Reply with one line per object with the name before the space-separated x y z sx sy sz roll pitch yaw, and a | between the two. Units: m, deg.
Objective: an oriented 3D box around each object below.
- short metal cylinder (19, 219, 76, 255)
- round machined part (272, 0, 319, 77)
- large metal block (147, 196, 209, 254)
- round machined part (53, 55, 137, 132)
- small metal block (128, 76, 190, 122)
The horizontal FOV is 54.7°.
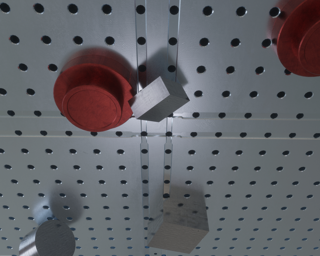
short metal cylinder | -0.200 0.212 0.554 0.050 0.080 0.080 -36 122 26
round machined part | 0.172 -0.095 0.321 0.099 0.042 0.097 0 130 0
large metal block | 0.029 0.171 0.541 0.081 0.050 0.079 16 128 -13
round machined part | -0.078 -0.033 0.371 0.099 0.042 0.097 0 130 0
small metal block | -0.001 -0.032 0.367 0.050 0.025 0.050 -35 160 24
